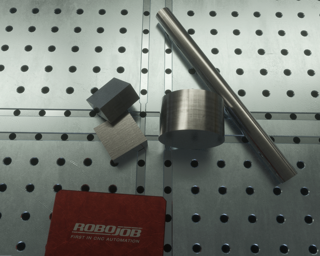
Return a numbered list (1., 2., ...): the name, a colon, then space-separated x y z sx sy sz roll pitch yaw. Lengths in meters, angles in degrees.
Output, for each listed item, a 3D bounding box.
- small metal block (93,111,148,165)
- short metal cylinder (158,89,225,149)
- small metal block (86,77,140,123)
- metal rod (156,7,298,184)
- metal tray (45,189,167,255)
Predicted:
1. small metal block: -0.051 0.012 0.407 0.050 0.025 0.050 -31 73 -11
2. short metal cylinder: 0.039 -0.008 0.386 0.081 0.080 0.050 3 70 1
3. small metal block: -0.063 -0.038 0.411 0.050 0.025 0.050 -42 35 -14
4. metal rod: 0.083 -0.056 0.433 0.025 0.025 0.299 -30 73 -11
5. metal tray: -0.060 0.123 0.363 0.131 0.030 0.090 4 70 1
